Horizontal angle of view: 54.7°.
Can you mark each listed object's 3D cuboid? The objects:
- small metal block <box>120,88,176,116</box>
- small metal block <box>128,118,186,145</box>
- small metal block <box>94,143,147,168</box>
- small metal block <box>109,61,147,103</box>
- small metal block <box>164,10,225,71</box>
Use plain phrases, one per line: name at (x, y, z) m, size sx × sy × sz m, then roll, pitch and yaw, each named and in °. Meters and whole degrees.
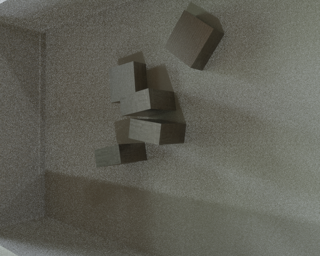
small metal block at (-0.015, -0.031, 0.401) m, size 0.050 × 0.050 × 0.025 m, roll -11°, pitch 83°, yaw 39°
small metal block at (-0.003, 0.004, 0.391) m, size 0.050 × 0.050 × 0.025 m, roll 10°, pitch 97°, yaw 39°
small metal block at (-0.055, 0.038, 0.433) m, size 0.050 × 0.050 × 0.025 m, roll -14°, pitch 81°, yaw 39°
small metal block at (-0.045, -0.064, 0.442) m, size 0.050 × 0.025 × 0.050 m, roll -7°, pitch 86°, yaw 39°
small metal block at (0.040, -0.105, 0.372) m, size 0.050 × 0.025 × 0.050 m, roll 45°, pitch 117°, yaw 30°
